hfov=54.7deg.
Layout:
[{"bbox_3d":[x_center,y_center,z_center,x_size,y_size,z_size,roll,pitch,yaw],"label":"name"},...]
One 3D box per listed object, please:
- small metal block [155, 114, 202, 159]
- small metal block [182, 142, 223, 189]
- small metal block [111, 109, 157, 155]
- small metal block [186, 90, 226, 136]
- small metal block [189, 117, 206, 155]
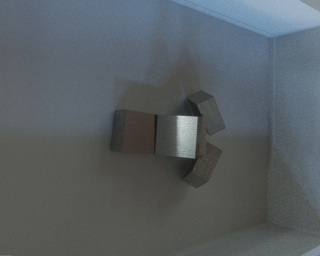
[{"bbox_3d":[0.023,0.010,0.386,0.025,0.050,0.050,2,92,-72],"label":"small metal block"},{"bbox_3d":[0.059,0.053,0.437,0.025,0.050,0.050,31,66,1],"label":"small metal block"},{"bbox_3d":[-0.030,0.006,0.380,0.050,0.025,0.050,8,85,-40],"label":"small metal block"},{"bbox_3d":[0.065,-0.023,0.442,0.025,0.050,0.050,-27,111,-3],"label":"small metal block"},{"bbox_3d":[0.035,0.010,0.420,0.025,0.050,0.050,1,89,-40],"label":"small metal block"}]
